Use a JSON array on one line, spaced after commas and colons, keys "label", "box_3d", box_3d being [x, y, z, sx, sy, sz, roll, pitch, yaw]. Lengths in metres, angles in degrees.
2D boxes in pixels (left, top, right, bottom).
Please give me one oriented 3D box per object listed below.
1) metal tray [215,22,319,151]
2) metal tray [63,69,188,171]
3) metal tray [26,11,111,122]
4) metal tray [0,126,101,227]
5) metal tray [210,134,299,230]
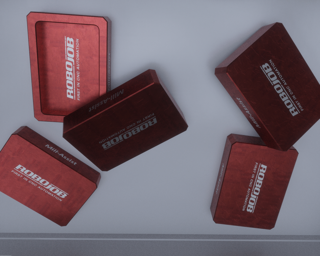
[{"label": "metal tray", "box_3d": [0.139, -0.047, 0.376, 0.090, 0.030, 0.130, -42, 106, -8]}, {"label": "metal tray", "box_3d": [-0.042, -0.005, 0.387, 0.130, 0.030, 0.090, -28, 133, 9]}, {"label": "metal tray", "box_3d": [-0.108, -0.071, 0.381, 0.091, 0.030, 0.129, 3, 110, -2]}, {"label": "metal tray", "box_3d": [-0.162, 0.069, 0.433, 0.130, 0.030, 0.090, 36, 106, -13]}, {"label": "metal tray", "box_3d": [0.129, 0.078, 0.438, 0.091, 0.030, 0.129, 8, 110, -3]}]
